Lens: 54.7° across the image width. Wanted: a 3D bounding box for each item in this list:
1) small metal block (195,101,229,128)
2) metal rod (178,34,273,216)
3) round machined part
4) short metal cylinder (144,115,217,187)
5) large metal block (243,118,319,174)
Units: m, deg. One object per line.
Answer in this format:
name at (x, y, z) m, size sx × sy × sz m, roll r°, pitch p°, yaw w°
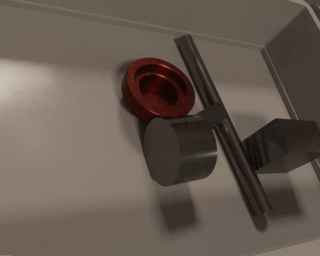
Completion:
small metal block at (0.059, -0.005, 0.427) m, size 0.050 × 0.050 × 0.025 m, roll -30°, pitch 79°, yaw -38°
metal rod at (0.090, -0.018, 0.467) m, size 0.025 × 0.025 × 0.299 m, roll -7°, pitch 65°, yaw -32°
round machined part at (-0.005, -0.044, 0.418) m, size 0.099 × 0.042 × 0.098 m, roll 14°, pitch 53°, yaw -19°
short metal cylinder at (0.022, 0.025, 0.368) m, size 0.050 × 0.080 × 0.080 m, roll -5°, pitch 65°, yaw -31°
large metal block at (0.178, 0.029, 0.451) m, size 0.081 × 0.080 × 0.050 m, roll 2°, pitch 61°, yaw -27°
